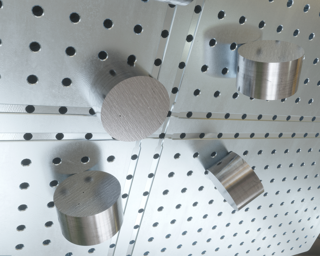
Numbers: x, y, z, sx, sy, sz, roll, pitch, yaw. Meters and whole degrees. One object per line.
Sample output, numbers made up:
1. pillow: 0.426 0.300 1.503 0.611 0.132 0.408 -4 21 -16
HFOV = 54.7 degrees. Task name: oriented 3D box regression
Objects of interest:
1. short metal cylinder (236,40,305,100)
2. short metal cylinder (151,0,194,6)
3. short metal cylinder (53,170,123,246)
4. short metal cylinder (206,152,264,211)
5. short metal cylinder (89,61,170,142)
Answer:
1. short metal cylinder: 0.142 -0.078 0.407 0.081 0.080 0.050 -18 126 -18
2. short metal cylinder: 0.005 -0.158 0.282 0.050 0.080 0.079 -1 119 -28
3. short metal cylinder: -0.088 0.098 0.390 0.081 0.080 0.050 -14 124 -21
4. short metal cylinder: 0.119 0.085 0.496 0.050 0.080 0.080 -35 129 -6
5. short metal cylinder: -0.036 -0.031 0.357 0.081 0.050 0.079 -14 124 -21
